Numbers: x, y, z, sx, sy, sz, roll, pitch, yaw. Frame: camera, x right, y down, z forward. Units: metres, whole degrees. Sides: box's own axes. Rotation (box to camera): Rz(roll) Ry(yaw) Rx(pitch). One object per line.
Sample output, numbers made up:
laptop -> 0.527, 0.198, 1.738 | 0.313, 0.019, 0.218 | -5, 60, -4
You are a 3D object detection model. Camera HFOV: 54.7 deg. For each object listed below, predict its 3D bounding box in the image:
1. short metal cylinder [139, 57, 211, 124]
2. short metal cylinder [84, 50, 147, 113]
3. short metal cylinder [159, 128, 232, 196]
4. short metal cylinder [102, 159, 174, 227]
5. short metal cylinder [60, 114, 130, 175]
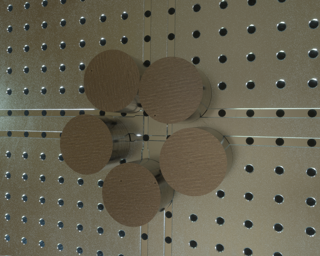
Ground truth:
short metal cylinder -> 0.020, -0.045, 0.391 | 0.080, 0.050, 0.079 | 0, 90, 20
short metal cylinder -> -0.054, -0.060, 0.418 | 0.080, 0.050, 0.079 | 0, 90, 19
short metal cylinder -> 0.046, 0.039, 0.382 | 0.080, 0.050, 0.079 | 1, 92, 19
short metal cylinder -> -0.028, 0.083, 0.408 | 0.080, 0.050, 0.080 | 0, 90, 20
short metal cylinder -> -0.089, 0.021, 0.431 | 0.080, 0.050, 0.079 | 0, 90, 20
